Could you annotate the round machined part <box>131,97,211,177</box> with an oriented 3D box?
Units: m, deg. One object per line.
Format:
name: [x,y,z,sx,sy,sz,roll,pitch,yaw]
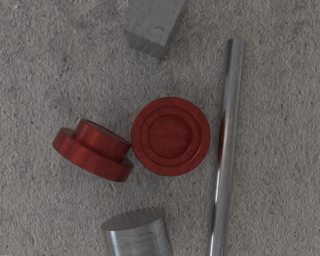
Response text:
round machined part: [0.012,0.011,0.399,0.099,0.042,0.097,0,89,-5]

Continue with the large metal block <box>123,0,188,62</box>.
large metal block: [-0.002,-0.137,0.382,0.050,0.080,0.080,24,90,0]

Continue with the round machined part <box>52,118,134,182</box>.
round machined part: [-0.074,0.022,0.373,0.098,0.098,0.042,29,90,0]

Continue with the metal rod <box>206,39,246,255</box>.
metal rod: [0.087,0.034,0.410,0.025,0.025,0.298,5,90,0]

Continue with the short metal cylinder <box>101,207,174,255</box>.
short metal cylinder: [-0.027,0.136,0.382,0.080,0.080,0.050,-12,90,0]
